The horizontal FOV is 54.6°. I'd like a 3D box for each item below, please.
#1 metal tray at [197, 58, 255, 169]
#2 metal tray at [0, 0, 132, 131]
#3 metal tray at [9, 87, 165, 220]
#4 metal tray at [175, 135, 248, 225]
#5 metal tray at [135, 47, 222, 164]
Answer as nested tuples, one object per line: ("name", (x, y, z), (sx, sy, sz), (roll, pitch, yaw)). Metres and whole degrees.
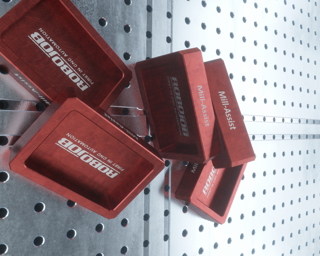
("metal tray", (0.076, -0.014, 0.406), (0.030, 0.090, 0.129), (-15, 82, -6))
("metal tray", (-0.099, -0.070, 0.321), (0.130, 0.030, 0.090), (48, 62, -29))
("metal tray", (-0.069, 0.031, 0.319), (0.090, 0.030, 0.130), (-46, 123, 6))
("metal tray", (0.086, 0.069, 0.476), (0.090, 0.030, 0.130), (41, 65, -32))
("metal tray", (0.021, -0.025, 0.382), (0.030, 0.090, 0.129), (-22, 104, -37))
